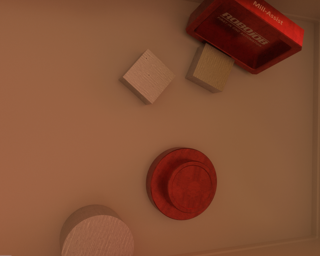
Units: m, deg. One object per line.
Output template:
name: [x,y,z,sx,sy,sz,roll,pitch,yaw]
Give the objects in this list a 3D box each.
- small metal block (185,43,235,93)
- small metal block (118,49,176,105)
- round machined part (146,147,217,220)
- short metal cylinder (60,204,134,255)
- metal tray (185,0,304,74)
small metal block: [0.071,-0.083,0.438,0.050,0.025,0.050,25,82,-19]
small metal block: [-0.017,-0.066,0.405,0.050,0.025,0.050,42,76,-16]
round machined part: [0.034,0.076,0.416,0.099,0.042,0.097,0,90,-21]
short metal cylinder: [-0.077,0.137,0.370,0.081,0.050,0.079,0,90,-21]
metal tray: [0.112,-0.130,0.416,0.131,0.090,0.030,26,66,-19]
